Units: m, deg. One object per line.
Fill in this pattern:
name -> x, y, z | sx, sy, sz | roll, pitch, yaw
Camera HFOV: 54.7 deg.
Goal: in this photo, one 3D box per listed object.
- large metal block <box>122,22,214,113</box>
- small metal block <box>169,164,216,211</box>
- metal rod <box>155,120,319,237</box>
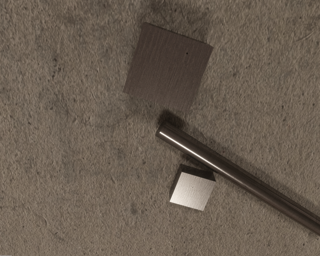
large metal block -> 0.008, -0.073, 0.370 | 0.080, 0.050, 0.079 | 17, 109, -7
small metal block -> 0.045, 0.085, 0.442 | 0.050, 0.025, 0.050 | 17, 109, -7
metal rod -> 0.126, 0.078, 0.440 | 0.301, 0.025, 0.025 | 32, 107, -12
